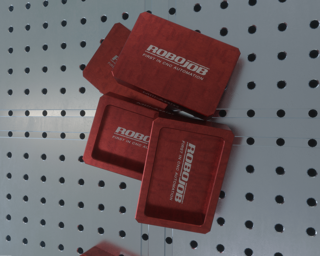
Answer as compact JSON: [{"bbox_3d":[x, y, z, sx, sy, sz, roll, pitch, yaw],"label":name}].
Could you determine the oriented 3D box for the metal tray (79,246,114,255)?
[{"bbox_3d":[-0.060,0.236,0.432,0.130,0.030,0.090,17,96,19],"label":"metal tray"}]

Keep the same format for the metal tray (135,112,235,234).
[{"bbox_3d":[0.026,0.054,0.363,0.090,0.030,0.129,10,104,-2],"label":"metal tray"}]

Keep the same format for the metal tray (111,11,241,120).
[{"bbox_3d":[0.019,-0.075,0.378,0.130,0.030,0.090,24,83,6],"label":"metal tray"}]

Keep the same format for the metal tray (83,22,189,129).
[{"bbox_3d":[-0.032,-0.069,0.422,0.130,0.030,0.090,41,103,15],"label":"metal tray"}]

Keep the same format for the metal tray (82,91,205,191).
[{"bbox_3d":[-0.020,0.018,0.386,0.131,0.030,0.089,18,104,-4],"label":"metal tray"}]
